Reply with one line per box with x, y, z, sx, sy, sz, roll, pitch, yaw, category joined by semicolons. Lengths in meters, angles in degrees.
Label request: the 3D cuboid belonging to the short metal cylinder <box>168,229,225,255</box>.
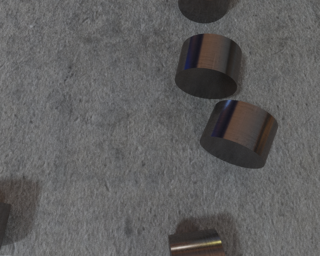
0.039;0.150;0.325;0.050;0.080;0.080;-7;70;-3;short metal cylinder

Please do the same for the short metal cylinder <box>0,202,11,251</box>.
-0.212;0.105;0.338;0.080;0.080;0.050;5;70;1;short metal cylinder

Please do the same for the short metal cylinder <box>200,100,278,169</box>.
0.095;0.009;0.377;0.080;0.080;0.050;23;72;8;short metal cylinder

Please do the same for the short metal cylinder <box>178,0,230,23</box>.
0.069;-0.209;0.472;0.081;0.050;0.080;0;70;0;short metal cylinder

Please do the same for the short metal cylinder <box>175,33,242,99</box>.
0.064;-0.079;0.409;0.080;0.080;0.050;12;71;4;short metal cylinder
